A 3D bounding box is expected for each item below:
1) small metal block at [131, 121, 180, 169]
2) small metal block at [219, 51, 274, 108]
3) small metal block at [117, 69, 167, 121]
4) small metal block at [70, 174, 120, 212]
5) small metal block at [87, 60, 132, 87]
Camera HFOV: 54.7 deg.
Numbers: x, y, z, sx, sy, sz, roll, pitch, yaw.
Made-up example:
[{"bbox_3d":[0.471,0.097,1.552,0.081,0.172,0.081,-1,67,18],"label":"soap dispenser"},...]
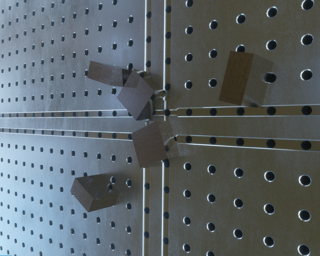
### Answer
[{"bbox_3d":[-0.007,0.022,0.413,0.050,0.025,0.050,-26,74,36],"label":"small metal block"},{"bbox_3d":[0.089,-0.048,0.318,0.025,0.050,0.050,19,102,38],"label":"small metal block"},{"bbox_3d":[-0.026,-0.045,0.429,0.050,0.025,0.050,49,119,28],"label":"small metal block"},{"bbox_3d":[-0.099,0.098,0.472,0.050,0.050,0.025,36,112,33],"label":"small metal block"},{"bbox_3d":[-0.067,-0.077,0.446,0.050,0.050,0.025,22,104,37],"label":"small metal block"}]
